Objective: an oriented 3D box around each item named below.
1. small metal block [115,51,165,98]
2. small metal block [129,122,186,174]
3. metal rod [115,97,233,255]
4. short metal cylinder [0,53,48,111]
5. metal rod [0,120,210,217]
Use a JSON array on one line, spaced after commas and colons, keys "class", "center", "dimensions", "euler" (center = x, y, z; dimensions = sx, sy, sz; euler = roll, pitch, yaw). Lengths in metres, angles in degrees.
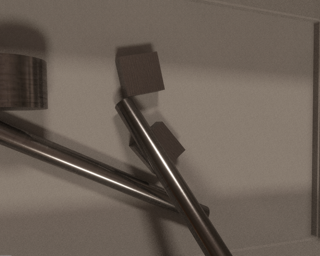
[{"class": "small metal block", "center": [-0.026, -0.069, 0.402], "dimensions": [0.050, 0.025, 0.050], "euler": [-13, 95, -20]}, {"class": "small metal block", "center": [-0.004, 0.027, 0.410], "dimensions": [0.050, 0.025, 0.050], "euler": [-43, 104, -15]}, {"class": "metal rod", "center": [0.032, 0.090, 0.350], "dimensions": [0.025, 0.025, 0.299], "euler": [-27, 73, -18]}, {"class": "short metal cylinder", "center": [-0.160, -0.045, 0.322], "dimensions": [0.081, 0.080, 0.050], "euler": [-2, 91, -20]}, {"class": "metal rod", "center": [-0.066, 0.059, 0.386], "dimensions": [0.302, 0.025, 0.025], "euler": [26, 81, -19]}]
